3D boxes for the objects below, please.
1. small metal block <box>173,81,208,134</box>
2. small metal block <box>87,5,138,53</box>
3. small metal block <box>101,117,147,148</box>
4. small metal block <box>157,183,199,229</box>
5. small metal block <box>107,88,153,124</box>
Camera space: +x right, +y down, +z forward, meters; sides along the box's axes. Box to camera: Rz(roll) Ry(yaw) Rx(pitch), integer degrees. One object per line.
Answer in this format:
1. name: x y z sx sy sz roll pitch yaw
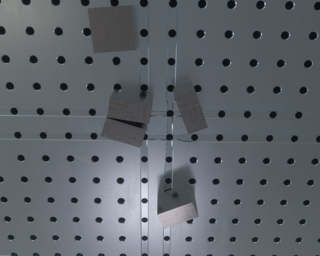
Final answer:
1. small metal block: 0.037 -0.027 0.390 0.025 0.050 0.050 -19 109 7
2. small metal block: -0.055 -0.118 0.370 0.050 0.025 0.050 -4 110 1
3. small metal block: -0.044 -0.003 0.399 0.050 0.050 0.025 17 109 -6
4. small metal block: 0.024 0.110 0.440 0.050 0.050 0.025 -22 109 8
5. small metal block: -0.036 -0.029 0.389 0.050 0.050 0.025 9 110 -4
